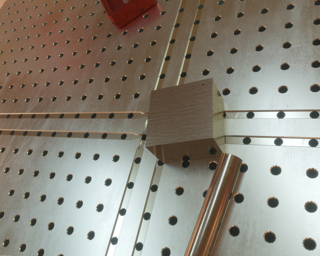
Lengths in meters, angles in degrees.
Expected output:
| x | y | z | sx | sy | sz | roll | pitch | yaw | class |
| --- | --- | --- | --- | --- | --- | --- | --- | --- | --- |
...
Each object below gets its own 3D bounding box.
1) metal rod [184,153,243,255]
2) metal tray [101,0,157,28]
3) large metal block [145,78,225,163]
| x | y | z | sx | sy | sz | roll | pitch | yaw | class |
| --- | --- | --- | --- | --- | --- | --- | --- | --- | --- |
| 0.021 | 0.163 | 0.297 | 0.025 | 0.025 | 0.300 | 12 | 67 | 33 | metal rod |
| -0.069 | -0.259 | 0.600 | 0.090 | 0.030 | 0.130 | -32 | 52 | 7 | metal tray |
| 0.033 | -0.007 | 0.379 | 0.080 | 0.050 | 0.080 | -9 | 58 | 23 | large metal block |
